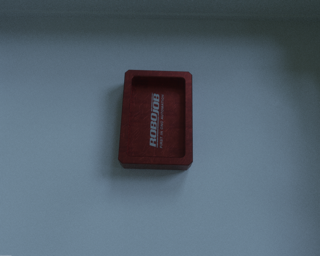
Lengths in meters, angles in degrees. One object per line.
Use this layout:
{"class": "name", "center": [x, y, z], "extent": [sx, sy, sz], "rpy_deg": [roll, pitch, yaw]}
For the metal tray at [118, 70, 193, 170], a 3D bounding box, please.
{"class": "metal tray", "center": [-0.004, -0.012, 0.408], "extent": [0.091, 0.030, 0.130], "rpy_deg": [2, 70, 0]}
